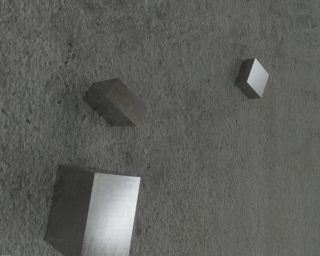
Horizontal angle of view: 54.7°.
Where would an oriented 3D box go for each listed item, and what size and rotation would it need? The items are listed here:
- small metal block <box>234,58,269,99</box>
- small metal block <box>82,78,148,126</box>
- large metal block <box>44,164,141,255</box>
[{"bbox_3d":[0.162,-0.086,0.544,0.050,0.025,0.050,36,68,-35],"label":"small metal block"},{"bbox_3d":[-0.051,-0.027,0.347,0.050,0.050,0.025,46,63,-31],"label":"small metal block"},{"bbox_3d":[-0.070,0.083,0.312,0.050,0.080,0.080,14,81,-40],"label":"large metal block"}]
